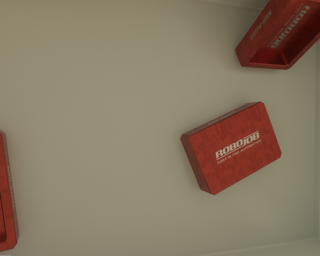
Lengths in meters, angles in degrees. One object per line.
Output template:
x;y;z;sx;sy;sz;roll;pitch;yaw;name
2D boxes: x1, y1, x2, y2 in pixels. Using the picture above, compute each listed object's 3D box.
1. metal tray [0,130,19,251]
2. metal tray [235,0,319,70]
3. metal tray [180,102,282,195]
-0.209;0.071;0.330;0.091;0.030;0.129;-8;93;-20;metal tray
0.174;-0.134;0.419;0.091;0.129;0.030;0;61;-20;metal tray
0.105;0.026;0.446;0.131;0.030;0.090;-25;98;-18;metal tray
